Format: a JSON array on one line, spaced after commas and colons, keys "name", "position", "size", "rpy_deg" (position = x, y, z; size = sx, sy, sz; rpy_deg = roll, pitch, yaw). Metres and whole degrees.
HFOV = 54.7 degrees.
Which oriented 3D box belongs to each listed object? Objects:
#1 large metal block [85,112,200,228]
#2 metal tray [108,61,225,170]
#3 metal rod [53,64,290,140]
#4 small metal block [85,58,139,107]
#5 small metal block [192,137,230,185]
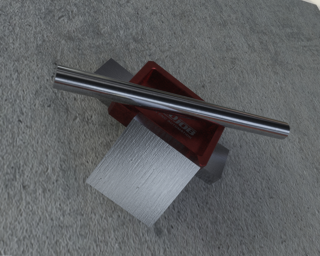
[{"name": "large metal block", "position": [-0.016, 0.041, 0.326], "size": [0.080, 0.080, 0.050], "rpy_deg": [37, 9, -4]}, {"name": "metal tray", "position": [0.013, -0.015, 0.387], "size": [0.130, 0.030, 0.090], "rpy_deg": [37, 51, -3]}, {"name": "metal rod", "position": [0.032, -0.024, 0.368], "size": [0.302, 0.025, 0.025], "rpy_deg": [12, 57, -22]}, {"name": "small metal block", "position": [-0.062, -0.057, 0.407], "size": [0.050, 0.025, 0.050], "rpy_deg": [38, 51, -3]}, {"name": "small metal block", "position": [0.060, 0.040, 0.415], "size": [0.050, 0.025, 0.050], "rpy_deg": [33, 51, -7]}]
